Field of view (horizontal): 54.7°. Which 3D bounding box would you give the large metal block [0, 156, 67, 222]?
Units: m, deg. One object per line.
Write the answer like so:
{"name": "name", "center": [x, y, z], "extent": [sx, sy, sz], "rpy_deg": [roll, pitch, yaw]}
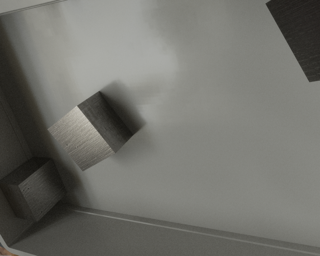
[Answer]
{"name": "large metal block", "center": [-0.226, 0.108, 0.559], "extent": [0.050, 0.080, 0.080], "rpy_deg": [1, 119, 28]}

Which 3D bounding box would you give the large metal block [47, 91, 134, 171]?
{"name": "large metal block", "center": [-0.101, 0.006, 0.449], "extent": [0.080, 0.050, 0.080], "rpy_deg": [-29, 102, 37]}

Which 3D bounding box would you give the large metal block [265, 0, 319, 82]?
{"name": "large metal block", "center": [0.144, -0.087, 0.238], "extent": [0.080, 0.050, 0.080], "rpy_deg": [55, 164, -12]}
